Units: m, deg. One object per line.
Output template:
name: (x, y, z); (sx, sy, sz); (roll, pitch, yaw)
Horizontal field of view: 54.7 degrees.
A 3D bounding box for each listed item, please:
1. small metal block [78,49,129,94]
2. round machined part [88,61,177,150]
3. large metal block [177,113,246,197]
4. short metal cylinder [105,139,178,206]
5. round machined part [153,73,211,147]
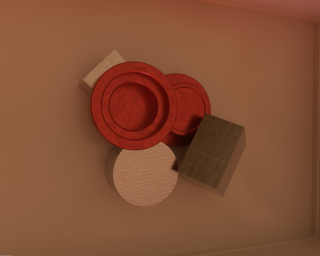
small metal block: (-0.068, -0.063, 0.370); (0.025, 0.050, 0.050); (46, 76, -15)
round machined part: (-0.033, -0.024, 0.357); (0.099, 0.042, 0.097); (0, 90, -21)
large metal block: (0.071, 0.038, 0.400); (0.050, 0.080, 0.080); (23, 79, 22)
short metal cylinder: (-0.024, 0.052, 0.388); (0.081, 0.050, 0.079); (0, 90, -21)
round machined part: (0.025, -0.024, 0.408); (0.099, 0.042, 0.097); (0, 90, -21)
